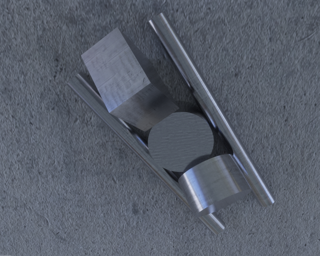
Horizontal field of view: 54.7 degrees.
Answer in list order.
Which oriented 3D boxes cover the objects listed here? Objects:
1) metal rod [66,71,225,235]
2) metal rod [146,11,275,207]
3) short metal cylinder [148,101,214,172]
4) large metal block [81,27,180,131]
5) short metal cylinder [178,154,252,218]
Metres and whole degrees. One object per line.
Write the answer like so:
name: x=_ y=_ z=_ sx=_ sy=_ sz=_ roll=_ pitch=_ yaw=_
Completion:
metal rod: x=-0.010 y=0.044 z=0.426 sx=0.025 sy=0.025 sz=0.300 roll=-39 pitch=106 yaw=13
metal rod: x=0.075 y=-0.012 z=0.407 sx=0.025 sy=0.025 sz=0.299 roll=-31 pitch=108 yaw=10
short metal cylinder: x=0.025 y=0.010 z=0.401 sx=0.081 sy=0.050 sz=0.079 roll=0 pitch=110 yaw=0
large metal block: x=-0.031 y=-0.050 z=0.346 sx=0.050 sy=0.080 sz=0.080 roll=-35 pitch=65 yaw=12
short metal cylinder: x=0.071 y=0.076 z=0.404 sx=0.080 sy=0.080 sz=0.050 roll=-30 pitch=65 yaw=10
